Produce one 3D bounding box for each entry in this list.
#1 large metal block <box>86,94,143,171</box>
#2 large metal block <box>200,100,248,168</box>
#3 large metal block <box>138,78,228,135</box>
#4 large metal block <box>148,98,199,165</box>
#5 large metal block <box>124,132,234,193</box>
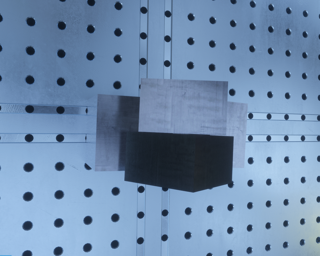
[{"bbox_3d":[-0.056,0.005,0.364,0.050,0.080,0.079,2,90,-20],"label":"large metal block"},{"bbox_3d":[0.069,0.008,0.410,0.050,0.080,0.080,4,89,-20],"label":"large metal block"},{"bbox_3d":[0.023,-0.019,0.325,0.080,0.080,0.050,2,89,2],"label":"large metal block"},{"bbox_3d":[0.003,0.005,0.399,0.081,0.050,0.079,3,89,-20],"label":"large metal block"},{"bbox_3d":[0.021,0.031,0.321,0.080,0.080,0.050,4,88,-53],"label":"large metal block"}]
